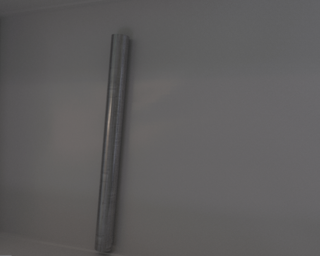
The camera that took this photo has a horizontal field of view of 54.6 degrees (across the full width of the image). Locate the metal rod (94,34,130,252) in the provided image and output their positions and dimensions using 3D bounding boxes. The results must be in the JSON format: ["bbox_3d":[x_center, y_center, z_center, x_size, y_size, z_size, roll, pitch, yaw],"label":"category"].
[{"bbox_3d":[-0.067,0.021,0.434,0.025,0.025,0.298,5,92,20],"label":"metal rod"}]
